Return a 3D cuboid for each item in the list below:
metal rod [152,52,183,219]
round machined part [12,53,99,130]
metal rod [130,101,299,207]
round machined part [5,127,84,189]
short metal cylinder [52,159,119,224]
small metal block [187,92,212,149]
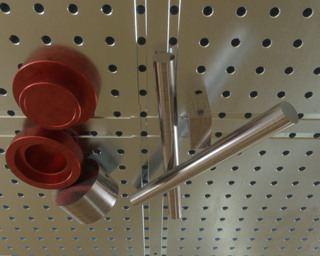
[{"bbox_3d":[0.016,0.034,0.440,0.025,0.025,0.298,-4,130,3],"label":"metal rod"},{"bbox_3d":[-0.125,-0.036,0.369,0.099,0.042,0.097,0,130,0],"label":"round machined part"},{"bbox_3d":[0.043,0.051,0.401,0.025,0.025,0.299,27,140,-21],"label":"metal rod"},{"bbox_3d":[-0.154,0.037,0.427,0.099,0.042,0.097,1,127,2],"label":"round machined part"},{"bbox_3d":[-0.108,0.092,0.453,0.080,0.080,0.050,-22,127,17],"label":"short metal cylinder"},{"bbox_3d":[0.048,-0.009,0.388,0.025,0.050,0.050,-3,130,3],"label":"small metal block"}]
